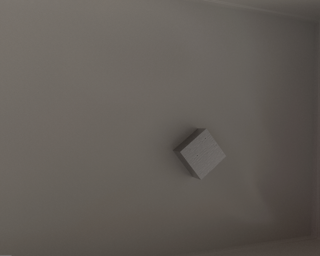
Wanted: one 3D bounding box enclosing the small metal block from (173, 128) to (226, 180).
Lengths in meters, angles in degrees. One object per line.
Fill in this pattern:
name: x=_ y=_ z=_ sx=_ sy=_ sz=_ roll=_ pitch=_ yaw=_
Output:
small metal block: x=0.055 y=0.035 z=0.432 sx=0.050 sy=0.025 sz=0.050 roll=-40 pitch=103 yaw=-16
